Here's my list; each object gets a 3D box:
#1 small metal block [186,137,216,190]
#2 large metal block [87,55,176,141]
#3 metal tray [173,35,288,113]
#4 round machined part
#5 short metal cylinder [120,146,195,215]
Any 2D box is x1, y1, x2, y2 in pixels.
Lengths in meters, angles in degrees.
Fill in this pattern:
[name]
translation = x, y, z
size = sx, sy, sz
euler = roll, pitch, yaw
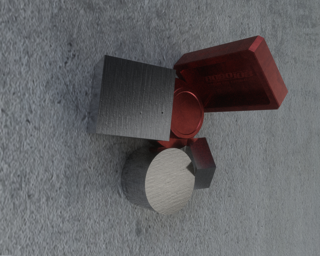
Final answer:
[small metal block]
translation = 0.053, 0.049, 0.422
size = 0.025, 0.050, 0.050
euler = -5, 139, -10
[large metal block]
translation = -0.033, -0.029, 0.348
size = 0.081, 0.050, 0.080
euler = 7, 85, -23
[metal tray]
translation = 0.090, -0.065, 0.414
size = 0.030, 0.130, 0.090
euler = -52, 121, -28
[round machined part]
translation = 0.021, -0.019, 0.416
size = 0.099, 0.042, 0.097
euler = 0, 90, -40
[short metal cylinder]
translation = -0.002, 0.064, 0.391
size = 0.081, 0.050, 0.079
euler = 0, 90, -40
